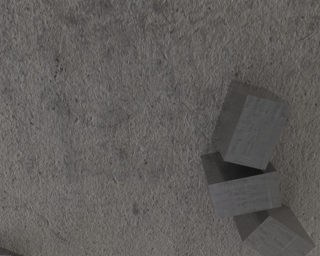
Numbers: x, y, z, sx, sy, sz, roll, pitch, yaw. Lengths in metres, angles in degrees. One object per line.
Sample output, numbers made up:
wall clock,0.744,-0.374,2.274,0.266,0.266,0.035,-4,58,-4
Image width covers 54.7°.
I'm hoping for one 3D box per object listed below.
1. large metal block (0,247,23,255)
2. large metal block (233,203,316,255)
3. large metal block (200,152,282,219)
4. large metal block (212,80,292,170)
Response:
large metal block,-0.261,0.235,0.481,0.080,0.050,0.080,26,108,-9
large metal block,0.152,0.134,0.431,0.080,0.080,0.050,34,107,-12
large metal block,0.102,0.067,0.406,0.080,0.080,0.050,-13,110,4
large metal block,0.107,-0.007,0.379,0.050,0.080,0.079,14,110,-5
